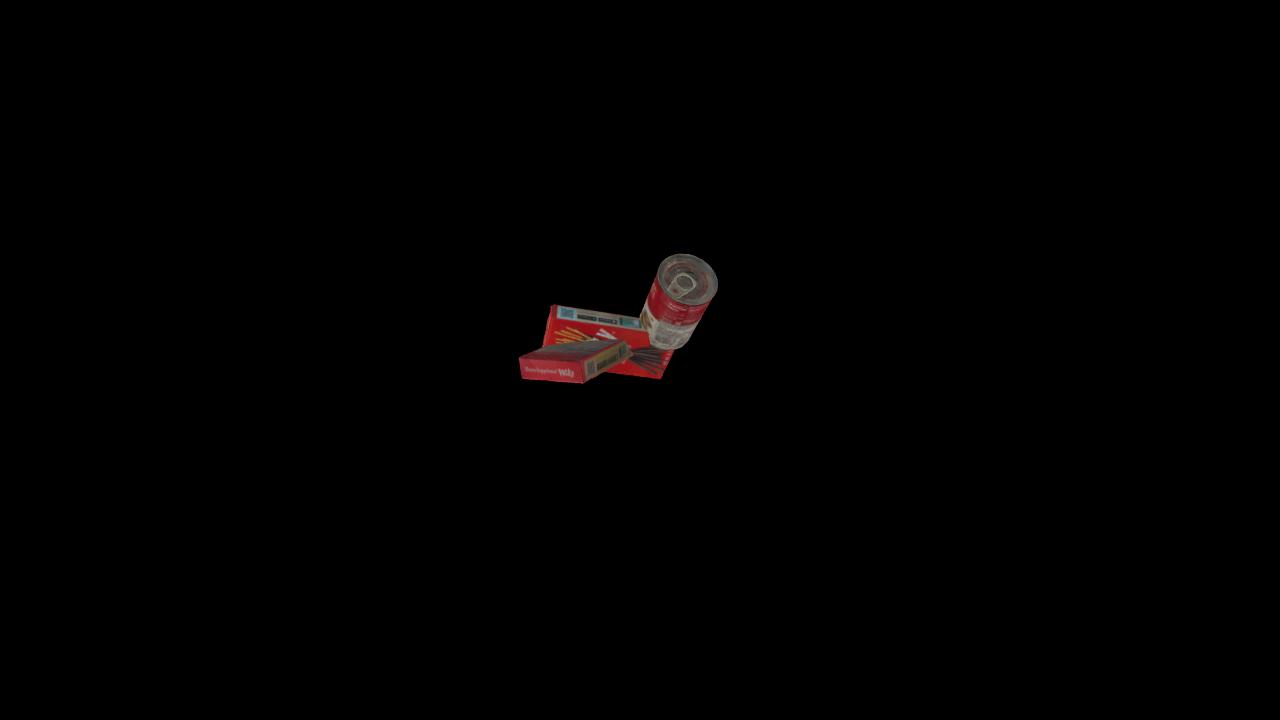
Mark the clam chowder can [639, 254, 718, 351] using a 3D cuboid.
[{"bbox_3d":[0.041,-0.063,0.698,0.068,0.068,0.102,0,-29,-14],"label":"clam chowder can"}]

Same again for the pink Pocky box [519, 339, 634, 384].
[{"bbox_3d":[-0.061,-0.010,0.720,0.084,0.029,0.155,3,17,28],"label":"pink Pocky box"}]

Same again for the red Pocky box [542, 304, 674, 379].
[{"bbox_3d":[-0.036,-0.019,0.737,0.155,0.028,0.083,8,-41,-13],"label":"red Pocky box"}]
